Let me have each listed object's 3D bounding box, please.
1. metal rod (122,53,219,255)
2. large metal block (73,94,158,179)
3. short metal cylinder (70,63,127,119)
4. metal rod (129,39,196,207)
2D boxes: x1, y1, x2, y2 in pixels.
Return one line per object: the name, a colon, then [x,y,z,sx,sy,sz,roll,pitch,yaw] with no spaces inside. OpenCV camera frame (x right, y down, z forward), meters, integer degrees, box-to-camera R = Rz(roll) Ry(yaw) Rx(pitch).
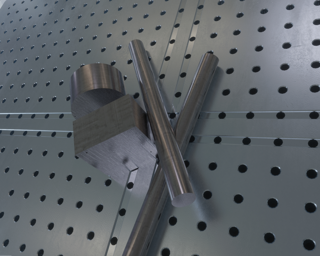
metal rod: [0.016,0.034,0.378,0.025,0.025,0.300,9,66,32]
large metal block: [-0.050,0.014,0.391,0.080,0.080,0.050,-25,53,13]
short metal cylinder: [-0.088,-0.047,0.448,0.080,0.080,0.050,-25,53,13]
metal rod: [-0.008,-0.032,0.409,0.025,0.025,0.300,-28,45,11]
